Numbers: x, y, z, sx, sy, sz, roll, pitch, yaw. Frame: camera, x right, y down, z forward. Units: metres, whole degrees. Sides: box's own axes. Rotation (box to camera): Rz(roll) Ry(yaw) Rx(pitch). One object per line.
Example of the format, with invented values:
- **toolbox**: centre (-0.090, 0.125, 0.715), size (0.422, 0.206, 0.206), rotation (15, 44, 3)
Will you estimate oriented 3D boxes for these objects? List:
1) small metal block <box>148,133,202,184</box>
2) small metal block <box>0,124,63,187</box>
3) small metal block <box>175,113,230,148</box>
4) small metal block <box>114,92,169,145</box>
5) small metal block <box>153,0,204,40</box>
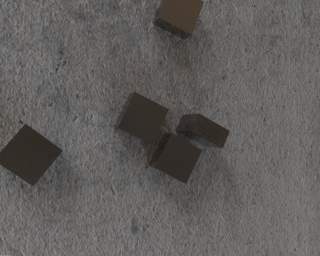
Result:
- **small metal block**: centre (0.021, 0.040, 0.417), size (0.050, 0.025, 0.050), rotation (30, 80, -18)
- **small metal block**: centre (-0.149, 0.030, 0.354), size (0.050, 0.025, 0.050), rotation (40, 77, -16)
- **small metal block**: centre (0.056, 0.004, 0.416), size (0.050, 0.050, 0.025), rotation (28, 81, -18)
- **small metal block**: centre (-0.024, -0.012, 0.400), size (0.050, 0.025, 0.050), rotation (27, 81, -18)
- **small metal block**: centre (0.025, -0.156, 0.418), size (0.050, 0.025, 0.050), rotation (22, 83, -19)
